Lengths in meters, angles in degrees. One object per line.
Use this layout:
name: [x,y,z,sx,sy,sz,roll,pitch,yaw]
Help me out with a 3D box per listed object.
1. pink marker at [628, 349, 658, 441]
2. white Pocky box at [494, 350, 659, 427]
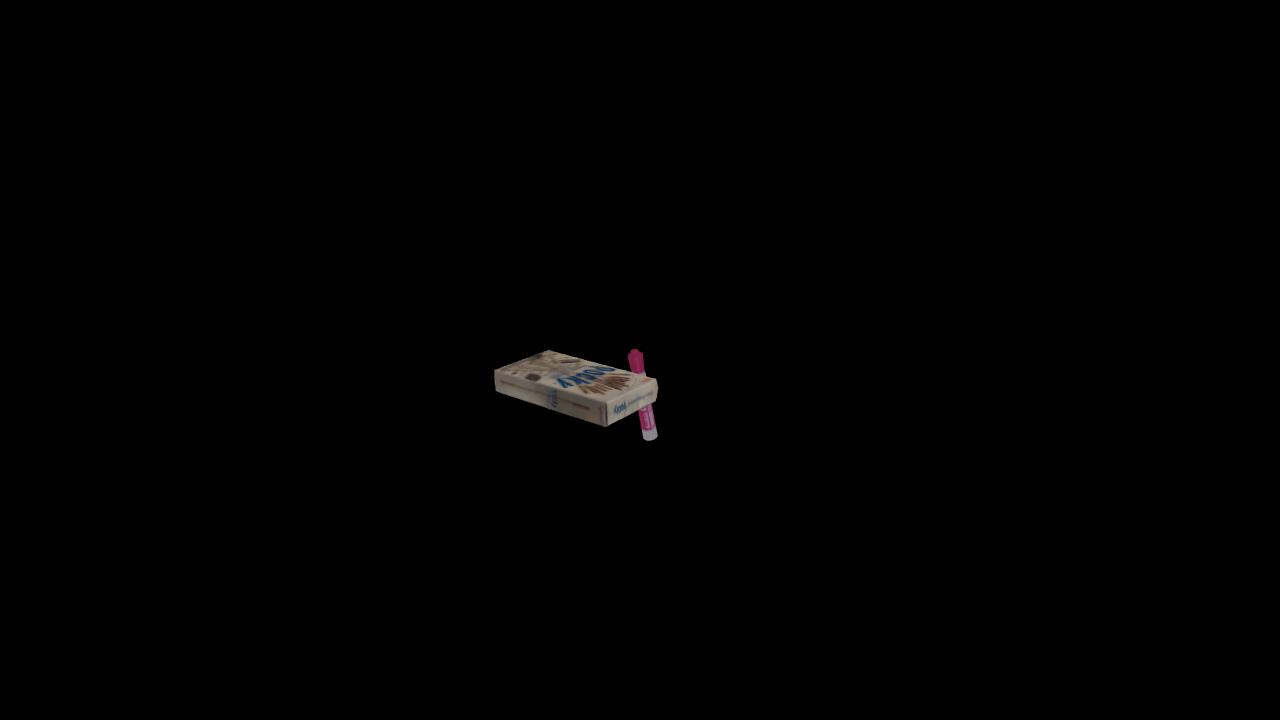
pink marker: [0.003,0.043,0.755,0.020,0.121,0.020,-9,23,4]
white Pocky box: [-0.068,0.026,0.631,0.154,0.028,0.084,14,23,34]
